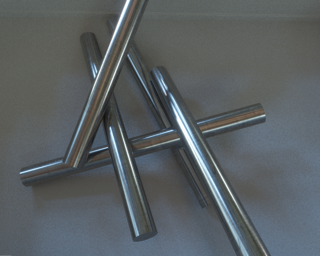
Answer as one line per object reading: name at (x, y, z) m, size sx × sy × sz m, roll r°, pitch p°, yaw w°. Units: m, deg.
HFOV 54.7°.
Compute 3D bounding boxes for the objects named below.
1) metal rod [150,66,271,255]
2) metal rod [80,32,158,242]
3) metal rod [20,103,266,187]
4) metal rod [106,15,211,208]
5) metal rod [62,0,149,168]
metal rod at (0.045, 0.033, 0.321) m, size 0.025 × 0.025 × 0.300 m, roll -18°, pitch 50°, yaw -7°
metal rod at (-0.060, -0.013, 0.378) m, size 0.025 × 0.025 × 0.299 m, roll -17°, pitch 58°, yaw -7°
metal rod at (-0.022, 0.021, 0.380) m, size 0.302 × 0.025 × 0.025 m, roll -15°, pitch 71°, yaw 2°
metal rod at (-0.003, -0.034, 0.422) m, size 0.025 × 0.025 × 0.299 m, roll -25°, pitch 72°, yaw -9°
metal rod at (-0.047, -0.097, 0.360) m, size 0.025 × 0.025 × 0.299 m, roll 21°, pitch 89°, yaw 7°
